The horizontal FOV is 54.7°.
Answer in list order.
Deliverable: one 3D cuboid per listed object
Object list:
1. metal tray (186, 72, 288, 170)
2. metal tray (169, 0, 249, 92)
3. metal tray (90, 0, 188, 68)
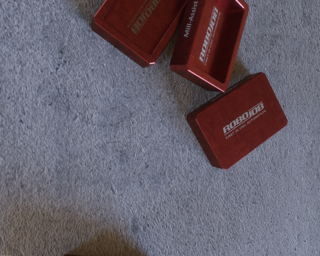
[{"bbox_3d":[0.114,-0.012,0.448,0.131,0.030,0.090,-33,101,-17],"label":"metal tray"},{"bbox_3d":[0.069,-0.123,0.411,0.091,0.030,0.129,20,84,-44],"label":"metal tray"},{"bbox_3d":[-0.016,-0.156,0.399,0.090,0.030,0.130,35,79,-17],"label":"metal tray"}]
